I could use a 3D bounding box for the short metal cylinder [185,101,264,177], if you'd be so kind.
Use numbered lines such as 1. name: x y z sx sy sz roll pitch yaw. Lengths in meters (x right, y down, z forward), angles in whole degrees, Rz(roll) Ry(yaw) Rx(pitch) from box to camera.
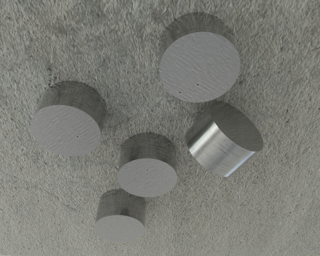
1. short metal cylinder: 0.079 0.013 0.383 0.080 0.080 0.050 24 126 -20

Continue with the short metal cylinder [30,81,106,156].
1. short metal cylinder: -0.110 -0.011 0.380 0.081 0.050 0.079 0 130 0

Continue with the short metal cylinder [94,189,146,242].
1. short metal cylinder: -0.065 0.146 0.515 0.081 0.050 0.079 0 130 0

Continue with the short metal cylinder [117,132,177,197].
1. short metal cylinder: -0.017 0.052 0.435 0.081 0.050 0.079 0 130 0

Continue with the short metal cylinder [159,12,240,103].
1. short metal cylinder: 0.040 -0.074 0.328 0.081 0.050 0.079 0 130 0
